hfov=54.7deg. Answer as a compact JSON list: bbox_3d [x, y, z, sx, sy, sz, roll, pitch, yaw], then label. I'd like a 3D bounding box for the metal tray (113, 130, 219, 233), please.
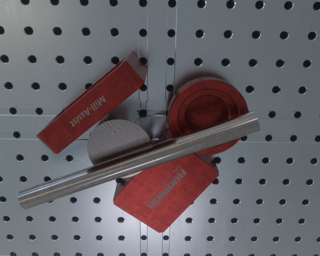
[{"bbox_3d":[0.007,0.078,0.440,0.090,0.030,0.130,36,106,-13],"label":"metal tray"}]

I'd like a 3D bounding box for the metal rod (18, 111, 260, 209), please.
[{"bbox_3d":[-0.030,0.041,0.374,0.301,0.025,0.025,-19,109,6],"label":"metal rod"}]

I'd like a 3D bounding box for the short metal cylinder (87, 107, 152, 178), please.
[{"bbox_3d":[-0.050,0.018,0.406,0.081,0.050,0.079,0,110,0],"label":"short metal cylinder"}]

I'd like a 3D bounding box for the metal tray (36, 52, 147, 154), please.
[{"bbox_3d":[-0.075,-0.033,0.365,0.130,0.090,0.030,-37,106,12],"label":"metal tray"}]

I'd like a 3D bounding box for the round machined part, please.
[{"bbox_3d":[0.059,-0.018,0.398,0.099,0.042,0.097,0,110,0],"label":"round machined part"}]
